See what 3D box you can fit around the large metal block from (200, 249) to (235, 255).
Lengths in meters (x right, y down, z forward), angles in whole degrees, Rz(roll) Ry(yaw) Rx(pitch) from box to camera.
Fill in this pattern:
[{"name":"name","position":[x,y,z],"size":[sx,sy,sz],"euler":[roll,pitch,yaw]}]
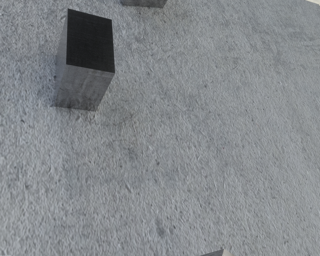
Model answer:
[{"name":"large metal block","position":[0.046,0.170,0.290],"size":[0.050,0.080,0.080],"euler":[35,51,-6]}]

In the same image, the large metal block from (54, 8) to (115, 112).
[{"name":"large metal block","position":[-0.091,-0.077,0.366],"size":[0.050,0.080,0.080],"euler":[7,59,-25]}]

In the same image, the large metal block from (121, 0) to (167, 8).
[{"name":"large metal block","position":[-0.033,-0.254,0.525],"size":[0.081,0.050,0.080],"euler":[-10,67,-33]}]
